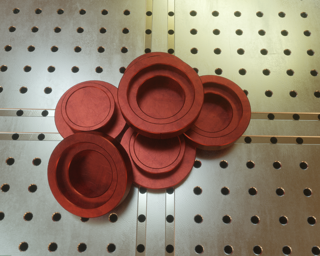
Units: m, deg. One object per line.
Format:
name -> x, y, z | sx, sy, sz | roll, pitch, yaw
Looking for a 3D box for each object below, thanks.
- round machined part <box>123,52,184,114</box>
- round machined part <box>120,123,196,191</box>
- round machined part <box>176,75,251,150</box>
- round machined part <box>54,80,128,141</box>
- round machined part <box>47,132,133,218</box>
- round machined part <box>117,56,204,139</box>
round machined part -> -0.003, -0.064, 0.426 | 0.099, 0.042, 0.098 | 0, 70, 0
round machined part -> -0.003, 0.028, 0.392 | 0.099, 0.042, 0.098 | 0, 70, 0
round machined part -> 0.065, -0.017, 0.409 | 0.099, 0.042, 0.098 | 0, 70, 0
round machined part -> -0.090, -0.020, 0.410 | 0.099, 0.042, 0.098 | 0, 70, 0
round machined part -> -0.079, 0.052, 0.369 | 0.098, 0.042, 0.097 | 1, 93, 14
round machined part -> 0.001, -0.033, 0.369 | 0.099, 0.042, 0.098 | 0, 70, 0
